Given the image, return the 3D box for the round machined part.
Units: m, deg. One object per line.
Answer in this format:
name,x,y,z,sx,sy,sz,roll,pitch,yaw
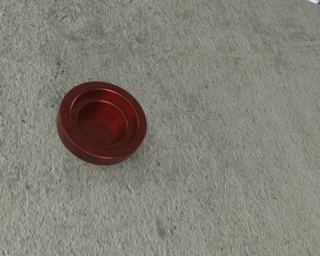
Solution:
round machined part,-0.068,-0.002,0.357,0.099,0.042,0.098,13,56,-21
